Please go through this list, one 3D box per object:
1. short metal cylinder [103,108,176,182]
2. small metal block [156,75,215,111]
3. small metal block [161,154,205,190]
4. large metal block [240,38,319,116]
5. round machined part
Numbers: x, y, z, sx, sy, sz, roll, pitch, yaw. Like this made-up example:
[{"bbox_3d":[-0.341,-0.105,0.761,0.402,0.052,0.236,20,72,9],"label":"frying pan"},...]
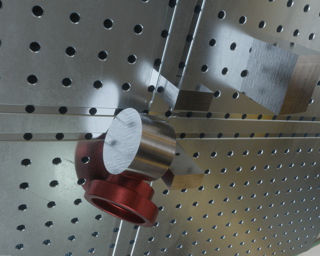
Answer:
[{"bbox_3d":[-0.026,0.021,0.376,0.050,0.080,0.080,20,108,-36],"label":"short metal cylinder"},{"bbox_3d":[0.030,-0.044,0.386,0.050,0.050,0.025,1,118,-29],"label":"small metal block"},{"bbox_3d":[0.028,0.063,0.451,0.050,0.050,0.025,1,118,-29],"label":"small metal block"},{"bbox_3d":[0.163,-0.073,0.423,0.050,0.080,0.079,-7,122,-25],"label":"large metal block"},{"bbox_3d":[-0.046,0.091,0.409,0.098,0.098,0.042,49,54,-40],"label":"round machined part"}]
